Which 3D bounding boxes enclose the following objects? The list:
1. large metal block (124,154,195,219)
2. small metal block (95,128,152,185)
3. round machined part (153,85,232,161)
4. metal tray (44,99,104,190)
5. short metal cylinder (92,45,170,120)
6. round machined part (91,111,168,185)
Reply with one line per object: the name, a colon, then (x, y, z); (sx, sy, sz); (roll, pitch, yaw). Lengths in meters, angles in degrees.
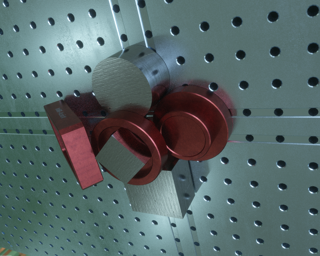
large metal block: (-0.003, 0.076, 0.440); (0.080, 0.050, 0.080); (1, 119, 28)
small metal block: (-0.043, 0.033, 0.375); (0.050, 0.025, 0.050); (41, 129, 0)
round machined part: (0.035, 0.001, 0.381); (0.098, 0.042, 0.097); (13, 124, 21)
metal tray: (-0.125, 0.019, 0.439); (0.130, 0.030, 0.089); (33, 142, 57)
short metal cylinder: (-0.035, -0.055, 0.379); (0.080, 0.050, 0.079); (13, 124, 21)
round machined part: (-0.035, 0.021, 0.394); (0.098, 0.042, 0.097); (13, 124, 21)
